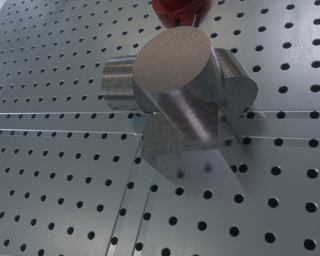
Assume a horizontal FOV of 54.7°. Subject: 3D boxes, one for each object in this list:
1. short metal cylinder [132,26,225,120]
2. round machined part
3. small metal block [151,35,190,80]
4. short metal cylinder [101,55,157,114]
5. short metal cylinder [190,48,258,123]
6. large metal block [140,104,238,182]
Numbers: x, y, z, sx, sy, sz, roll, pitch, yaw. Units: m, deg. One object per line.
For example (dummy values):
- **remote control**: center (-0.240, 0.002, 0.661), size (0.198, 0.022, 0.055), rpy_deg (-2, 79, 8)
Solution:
- **short metal cylinder**: center (0.020, -0.055, 0.313), size (0.080, 0.050, 0.080), rpy_deg (-13, 56, 21)
- **round machined part**: center (0.030, -0.230, 0.523), size (0.098, 0.042, 0.098), rpy_deg (-13, 56, 21)
- **small metal block**: center (0.017, -0.105, 0.464), size (0.050, 0.025, 0.050), rpy_deg (-11, 57, 22)
- **short metal cylinder**: center (-0.035, -0.060, 0.429), size (0.050, 0.080, 0.080), rpy_deg (4, 64, 30)
- **short metal cylinder**: center (0.066, -0.046, 0.366), size (0.080, 0.080, 0.050), rpy_deg (-29, 52, 10)
- **large metal block**: center (0.036, 0.021, 0.341), size (0.080, 0.080, 0.050), rpy_deg (-8, 59, 24)
